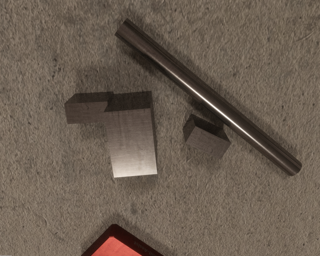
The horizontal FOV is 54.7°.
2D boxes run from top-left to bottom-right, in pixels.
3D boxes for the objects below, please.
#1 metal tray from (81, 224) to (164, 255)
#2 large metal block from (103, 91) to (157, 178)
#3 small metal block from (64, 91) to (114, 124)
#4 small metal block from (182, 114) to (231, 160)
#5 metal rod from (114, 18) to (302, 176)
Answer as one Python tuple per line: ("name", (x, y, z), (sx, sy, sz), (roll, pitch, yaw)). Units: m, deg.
("metal tray", (-0.051, 0.220, 0.488), (0.130, 0.030, 0.090), (39, 105, -14))
("large metal block", (-0.032, 0.004, 0.382), (0.050, 0.080, 0.079), (-5, 110, 1))
("small metal block", (-0.085, -0.026, 0.386), (0.050, 0.050, 0.025), (-3, 110, 1))
("small metal block", (0.059, 0.010, 0.401), (0.050, 0.050, 0.025), (26, 108, -10))
("metal rod", (0.071, -0.031, 0.399), (0.301, 0.025, 0.025), (37, 106, -13))
